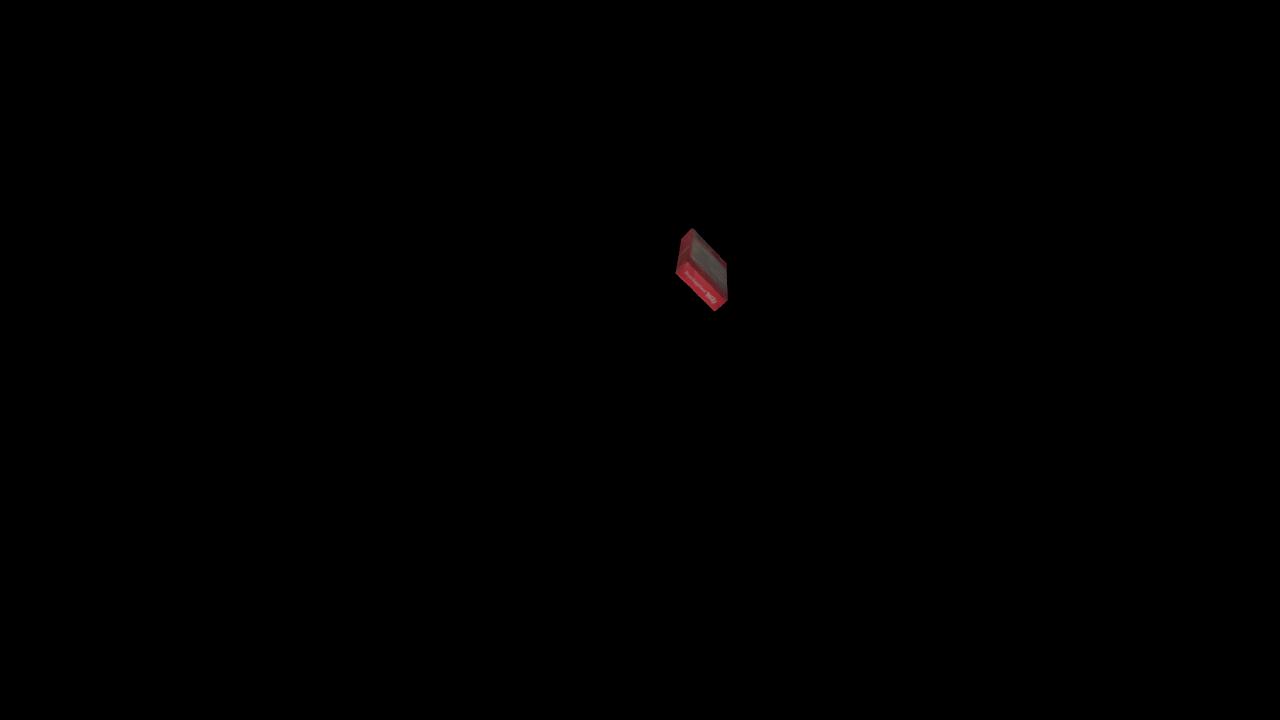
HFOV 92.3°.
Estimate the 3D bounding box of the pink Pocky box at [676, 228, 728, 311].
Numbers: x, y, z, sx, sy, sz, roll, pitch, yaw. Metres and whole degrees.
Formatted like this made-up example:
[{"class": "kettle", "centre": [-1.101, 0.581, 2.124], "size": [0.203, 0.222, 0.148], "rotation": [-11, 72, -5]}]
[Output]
[{"class": "pink Pocky box", "centre": [0.095, -0.140, 0.934], "size": [0.029, 0.084, 0.155], "rotation": [-40, 18, 25]}]
